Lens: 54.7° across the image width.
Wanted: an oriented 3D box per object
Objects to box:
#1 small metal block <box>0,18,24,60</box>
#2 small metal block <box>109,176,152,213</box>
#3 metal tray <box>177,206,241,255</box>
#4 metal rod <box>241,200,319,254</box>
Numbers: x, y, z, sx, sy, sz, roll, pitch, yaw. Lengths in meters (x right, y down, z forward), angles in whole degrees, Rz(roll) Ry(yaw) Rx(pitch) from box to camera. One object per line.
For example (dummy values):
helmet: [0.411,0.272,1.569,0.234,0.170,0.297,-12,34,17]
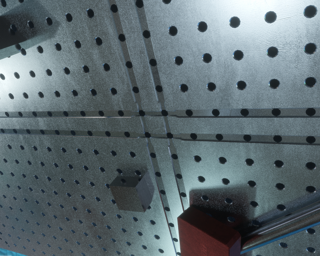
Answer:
small metal block: [-0.233,-0.125,0.438,0.050,0.050,0.025,45,129,-4]
small metal block: [-0.048,0.107,0.501,0.050,0.025,0.050,-3,117,29]
metal tray: [0.074,0.191,0.468,0.090,0.030,0.129,20,129,39]
metal rod: [0.169,0.123,0.397,0.025,0.025,0.299,44,129,-3]
